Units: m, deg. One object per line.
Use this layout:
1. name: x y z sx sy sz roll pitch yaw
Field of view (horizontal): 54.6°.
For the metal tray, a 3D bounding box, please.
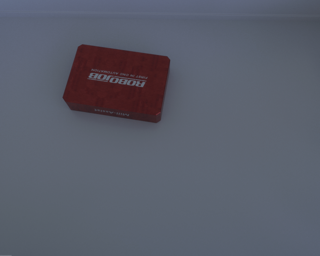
1. metal tray: -0.057 -0.062 0.430 0.131 0.030 0.090 9 70 3
